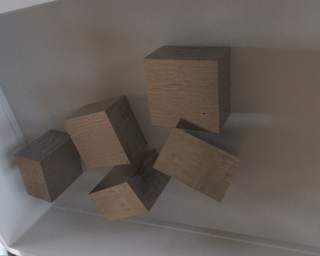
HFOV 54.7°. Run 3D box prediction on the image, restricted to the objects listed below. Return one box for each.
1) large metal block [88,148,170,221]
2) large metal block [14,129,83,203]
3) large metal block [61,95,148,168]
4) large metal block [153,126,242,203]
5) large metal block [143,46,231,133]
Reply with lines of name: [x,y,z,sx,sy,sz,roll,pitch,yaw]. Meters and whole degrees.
large metal block: [-0.040,0.081,0.445,0.080,0.080,0.050,-24,106,36]
large metal block: [-0.176,0.059,0.503,0.050,0.080,0.079,11,123,22]
large metal block: [-0.077,0.007,0.437,0.080,0.050,0.080,-10,114,32]
large metal block: [0.045,0.043,0.367,0.080,0.080,0.050,26,87,12]
large metal block: [0.033,-0.045,0.347,0.080,0.050,0.079,7,122,24]
